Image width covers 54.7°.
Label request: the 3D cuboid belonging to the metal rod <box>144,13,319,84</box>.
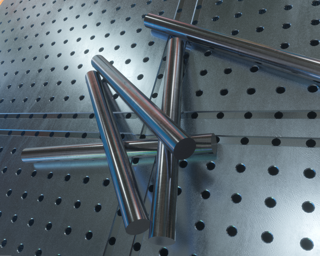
[{"bbox_3d":[0.085,-0.122,0.437,0.300,0.025,0.025,31,79,37],"label":"metal rod"}]

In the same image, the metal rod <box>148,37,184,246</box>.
[{"bbox_3d":[0.013,-0.012,0.379,0.025,0.025,0.300,-12,48,21],"label":"metal rod"}]

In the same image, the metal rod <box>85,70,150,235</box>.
[{"bbox_3d":[-0.067,0.005,0.408,0.025,0.025,0.300,-34,42,6],"label":"metal rod"}]

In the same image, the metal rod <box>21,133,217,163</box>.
[{"bbox_3d":[-0.073,0.031,0.425,0.301,0.025,0.025,-5,59,25],"label":"metal rod"}]

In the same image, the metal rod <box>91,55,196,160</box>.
[{"bbox_3d":[-0.041,-0.047,0.416,0.025,0.025,0.300,-43,39,-1],"label":"metal rod"}]
